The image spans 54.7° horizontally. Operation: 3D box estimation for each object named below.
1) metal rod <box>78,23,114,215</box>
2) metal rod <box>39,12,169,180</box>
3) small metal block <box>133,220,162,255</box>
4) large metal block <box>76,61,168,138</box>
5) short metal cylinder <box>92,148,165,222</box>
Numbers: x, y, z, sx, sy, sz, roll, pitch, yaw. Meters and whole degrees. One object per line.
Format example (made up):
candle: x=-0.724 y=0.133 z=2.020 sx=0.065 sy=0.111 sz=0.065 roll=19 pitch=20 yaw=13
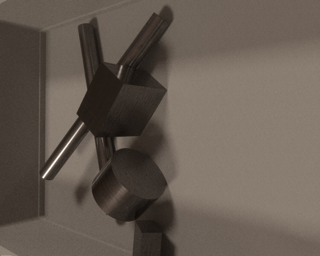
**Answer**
metal rod: x=-0.094 y=-0.019 z=0.481 sx=0.025 sy=0.025 sz=0.298 roll=-17 pitch=79 yaw=38
metal rod: x=-0.089 y=-0.034 z=0.449 sx=0.299 sy=0.025 sz=0.025 roll=-50 pitch=61 yaw=18
small metal block: x=-0.018 y=0.152 z=0.402 sx=0.050 sy=0.025 sz=0.050 roll=-177 pitch=91 yaw=-76
large metal block: x=-0.050 y=-0.035 z=0.410 sx=0.050 sy=0.081 sz=0.080 roll=46 pitch=117 yaw=30
short metal cylinder: x=-0.040 y=0.073 z=0.402 sx=0.050 sy=0.081 sz=0.080 roll=-50 pitch=61 yaw=28
